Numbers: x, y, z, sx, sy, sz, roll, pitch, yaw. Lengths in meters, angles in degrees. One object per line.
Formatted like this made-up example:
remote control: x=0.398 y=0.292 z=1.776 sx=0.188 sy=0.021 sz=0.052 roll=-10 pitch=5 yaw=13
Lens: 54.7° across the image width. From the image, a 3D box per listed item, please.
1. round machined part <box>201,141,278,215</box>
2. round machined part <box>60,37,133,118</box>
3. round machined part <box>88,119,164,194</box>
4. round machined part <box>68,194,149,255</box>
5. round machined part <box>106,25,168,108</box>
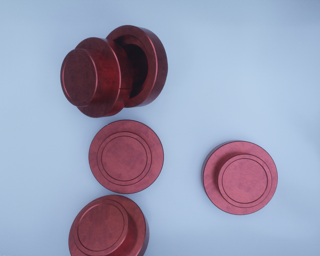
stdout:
round machined part: x=0.105 y=0.066 z=0.404 sx=0.099 sy=0.042 sz=0.097 roll=0 pitch=90 yaw=0
round machined part: x=-0.083 y=-0.060 z=0.377 sx=0.098 sy=0.042 sz=0.097 roll=6 pitch=101 yaw=37
round machined part: x=-0.044 y=0.037 z=0.402 sx=0.099 sy=0.042 sz=0.097 roll=0 pitch=90 yaw=0
round machined part: x=-0.065 y=0.126 z=0.378 sx=0.098 sy=0.042 sz=0.098 roll=-6 pitch=53 yaw=9
round machined part: x=-0.029 y=-0.075 z=0.387 sx=0.098 sy=0.042 sz=0.097 roll=6 pitch=100 yaw=37
